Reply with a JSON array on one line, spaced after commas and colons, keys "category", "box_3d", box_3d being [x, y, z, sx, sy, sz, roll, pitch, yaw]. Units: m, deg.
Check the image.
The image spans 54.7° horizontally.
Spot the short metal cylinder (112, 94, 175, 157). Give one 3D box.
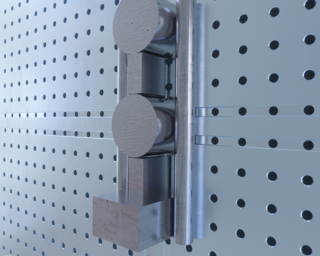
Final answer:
[{"category": "short metal cylinder", "box_3d": [-0.018, -0.003, 0.407, 0.080, 0.050, 0.080, 0, 90, 40]}]

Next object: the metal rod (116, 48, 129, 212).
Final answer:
[{"category": "metal rod", "box_3d": [-0.050, -0.009, 0.450, 0.025, 0.025, 0.298, 1, 91, 40]}]

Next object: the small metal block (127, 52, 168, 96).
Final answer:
[{"category": "small metal block", "box_3d": [-0.016, -0.068, 0.405, 0.025, 0.050, 0.050, 1, 91, 40]}]

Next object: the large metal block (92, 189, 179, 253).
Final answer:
[{"category": "large metal block", "box_3d": [-0.029, 0.112, 0.397, 0.080, 0.081, 0.050, 1, 91, 40]}]

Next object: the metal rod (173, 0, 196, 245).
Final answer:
[{"category": "metal rod", "box_3d": [0.031, -0.009, 0.383, 0.025, 0.025, 0.298, 1, 91, 40]}]

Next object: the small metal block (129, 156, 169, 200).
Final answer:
[{"category": "small metal block", "box_3d": [-0.014, 0.062, 0.404, 0.025, 0.050, 0.050, 0, 90, 40]}]

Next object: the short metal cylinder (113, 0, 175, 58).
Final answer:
[{"category": "short metal cylinder", "box_3d": [-0.016, -0.133, 0.406, 0.080, 0.050, 0.080, 0, 90, 40]}]
